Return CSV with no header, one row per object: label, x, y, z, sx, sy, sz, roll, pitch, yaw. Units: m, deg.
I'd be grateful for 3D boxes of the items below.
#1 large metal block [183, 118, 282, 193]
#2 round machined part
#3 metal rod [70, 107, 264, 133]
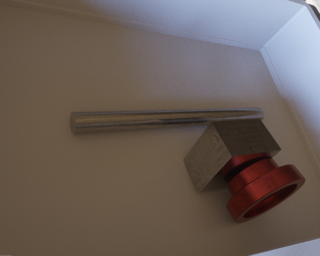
large metal block,0.089,0.034,0.394,0.081,0.079,0.050,-4,53,-30
round machined part,0.125,0.074,0.385,0.099,0.097,0.042,-8,53,-32
metal rod,0.030,-0.014,0.432,0.303,0.025,0.025,-3,64,-30
